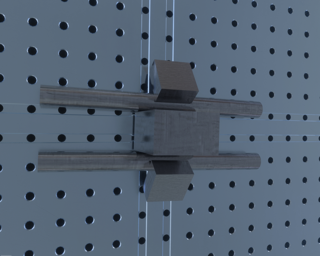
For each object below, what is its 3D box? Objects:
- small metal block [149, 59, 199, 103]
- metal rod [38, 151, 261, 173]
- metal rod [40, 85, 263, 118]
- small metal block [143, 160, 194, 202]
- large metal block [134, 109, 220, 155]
[{"bbox_3d":[0.017,-0.060,0.403,0.050,0.025,0.050,1,55,-20],"label":"small metal block"},{"bbox_3d":[0.001,0.044,0.410,0.302,0.025,0.025,2,90,-20],"label":"metal rod"},{"bbox_3d":[0.004,-0.032,0.409,0.302,0.025,0.025,2,90,-20],"label":"metal rod"},{"bbox_3d":[0.010,0.068,0.400,0.050,0.025,0.050,3,127,-21],"label":"small metal block"},{"bbox_3d":[0.018,0.006,0.385,0.081,0.080,0.050,2,90,-20],"label":"large metal block"}]
